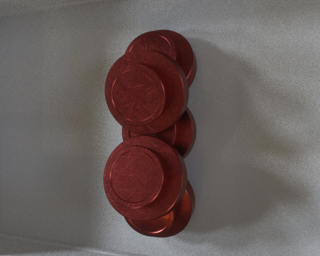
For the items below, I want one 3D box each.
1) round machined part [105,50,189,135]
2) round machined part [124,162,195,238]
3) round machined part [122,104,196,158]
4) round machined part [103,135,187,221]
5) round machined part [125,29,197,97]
[{"bbox_3d":[-0.020,-0.039,0.352,0.098,0.042,0.097,5,104,19],"label":"round machined part"},{"bbox_3d":[-0.009,0.095,0.388,0.098,0.042,0.097,5,107,18],"label":"round machined part"},{"bbox_3d":[-0.006,0.004,0.402,0.098,0.042,0.097,0,89,20],"label":"round machined part"},{"bbox_3d":[-0.022,0.056,0.353,0.098,0.042,0.098,-4,78,19],"label":"round machined part"},{"bbox_3d":[-0.006,-0.082,0.390,0.098,0.042,0.098,-5,72,18],"label":"round machined part"}]
